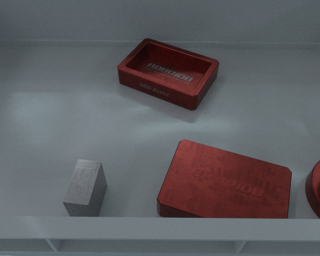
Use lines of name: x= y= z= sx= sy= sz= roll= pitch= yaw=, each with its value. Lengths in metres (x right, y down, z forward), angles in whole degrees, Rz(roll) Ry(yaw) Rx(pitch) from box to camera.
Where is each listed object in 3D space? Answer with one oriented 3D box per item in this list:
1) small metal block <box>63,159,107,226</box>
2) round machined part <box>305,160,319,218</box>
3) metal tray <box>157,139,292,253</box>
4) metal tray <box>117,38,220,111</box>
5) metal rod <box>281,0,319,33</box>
small metal block: x=-0.078 y=0.069 z=0.330 sx=0.025 sy=0.050 sz=0.050 roll=6 pitch=50 yaw=4
round machined part: x=0.218 y=0.068 z=0.340 sx=0.099 sy=0.042 sz=0.098 roll=0 pitch=50 yaw=0
metal tray: x=0.072 y=0.070 z=0.344 sx=0.131 sy=0.030 sz=0.090 roll=15 pitch=51 yaw=12
metal tray: x=0.013 y=-0.086 z=0.473 sx=0.130 sy=0.030 sz=0.090 roll=22 pitch=53 yaw=17
metal rod: x=0.278 y=-0.236 z=0.609 sx=0.025 sy=0.025 sz=0.300 roll=-15 pitch=52 yaw=-13
